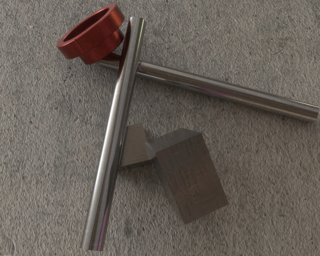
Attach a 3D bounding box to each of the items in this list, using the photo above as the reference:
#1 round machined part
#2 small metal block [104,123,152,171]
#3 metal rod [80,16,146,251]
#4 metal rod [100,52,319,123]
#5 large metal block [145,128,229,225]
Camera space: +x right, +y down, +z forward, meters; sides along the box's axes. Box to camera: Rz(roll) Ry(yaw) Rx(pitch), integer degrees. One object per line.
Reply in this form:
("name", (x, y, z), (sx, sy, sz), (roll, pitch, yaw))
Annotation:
("round machined part", (-0.088, -0.124, 0.425), (0.098, 0.042, 0.098), (-25, 32, 18))
("small metal block", (-0.041, 0.026, 0.398), (0.050, 0.025, 0.050), (-13, 71, -5))
("metal rod", (-0.053, -0.009, 0.383), (0.025, 0.025, 0.299), (8, 71, 2))
("metal rod", (0.064, -0.059, 0.430), (0.301, 0.025, 0.025), (16, 71, 5))
("large metal block", (0.026, 0.048, 0.347), (0.050, 0.080, 0.080), (-23, 97, -8))
